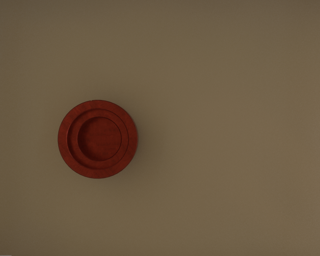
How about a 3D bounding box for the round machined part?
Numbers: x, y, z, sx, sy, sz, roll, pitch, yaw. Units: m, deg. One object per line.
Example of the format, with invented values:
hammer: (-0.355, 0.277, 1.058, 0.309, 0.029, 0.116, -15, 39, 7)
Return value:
round machined part: (-0.077, 0.014, 0.402, 0.099, 0.042, 0.097, 0, 90, 0)
